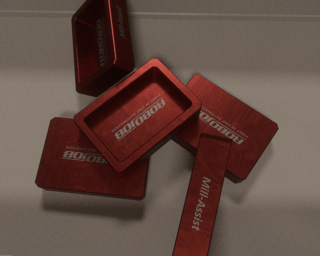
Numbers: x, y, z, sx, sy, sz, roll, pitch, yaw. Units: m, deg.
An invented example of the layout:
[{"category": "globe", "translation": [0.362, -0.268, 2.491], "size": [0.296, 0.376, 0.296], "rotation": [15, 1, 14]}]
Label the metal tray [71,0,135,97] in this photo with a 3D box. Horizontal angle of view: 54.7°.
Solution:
[{"category": "metal tray", "translation": [-0.081, -0.118, 0.418], "size": [0.030, 0.090, 0.130], "rotation": [12, 61, -44]}]

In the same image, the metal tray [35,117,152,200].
[{"category": "metal tray", "translation": [-0.079, 0.039, 0.392], "size": [0.131, 0.030, 0.090], "rotation": [6, 70, 2]}]

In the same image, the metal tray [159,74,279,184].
[{"category": "metal tray", "translation": [0.075, -0.001, 0.408], "size": [0.130, 0.030, 0.090], "rotation": [35, 73, 11]}]

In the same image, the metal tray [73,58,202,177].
[{"category": "metal tray", "translation": [-0.025, -0.015, 0.379], "size": [0.130, 0.030, 0.090], "rotation": [-39, 75, -13]}]

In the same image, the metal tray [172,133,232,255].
[{"category": "metal tray", "translation": [0.043, 0.078, 0.322], "size": [0.030, 0.090, 0.130], "rotation": [13, 78, 11]}]
